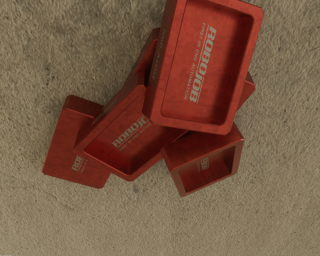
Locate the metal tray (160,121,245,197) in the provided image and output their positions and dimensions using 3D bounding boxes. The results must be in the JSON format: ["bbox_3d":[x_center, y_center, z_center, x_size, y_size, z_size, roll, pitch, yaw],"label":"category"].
[{"bbox_3d":[0.056,0.044,0.399,0.090,0.030,0.130,-23,153,-2],"label":"metal tray"}]

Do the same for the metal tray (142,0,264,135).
[{"bbox_3d":[0.041,-0.063,0.307,0.091,0.030,0.129,9,103,-21],"label":"metal tray"}]

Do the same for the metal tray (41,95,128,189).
[{"bbox_3d":[-0.101,0.025,0.424,0.091,0.030,0.129,19,127,-16],"label":"metal tray"}]

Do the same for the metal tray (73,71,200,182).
[{"bbox_3d":[-0.029,0.004,0.369,0.090,0.030,0.130,34,122,-26],"label":"metal tray"}]

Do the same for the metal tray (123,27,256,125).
[{"bbox_3d":[0.032,-0.048,0.365,0.131,0.030,0.089,21,127,-18],"label":"metal tray"}]
